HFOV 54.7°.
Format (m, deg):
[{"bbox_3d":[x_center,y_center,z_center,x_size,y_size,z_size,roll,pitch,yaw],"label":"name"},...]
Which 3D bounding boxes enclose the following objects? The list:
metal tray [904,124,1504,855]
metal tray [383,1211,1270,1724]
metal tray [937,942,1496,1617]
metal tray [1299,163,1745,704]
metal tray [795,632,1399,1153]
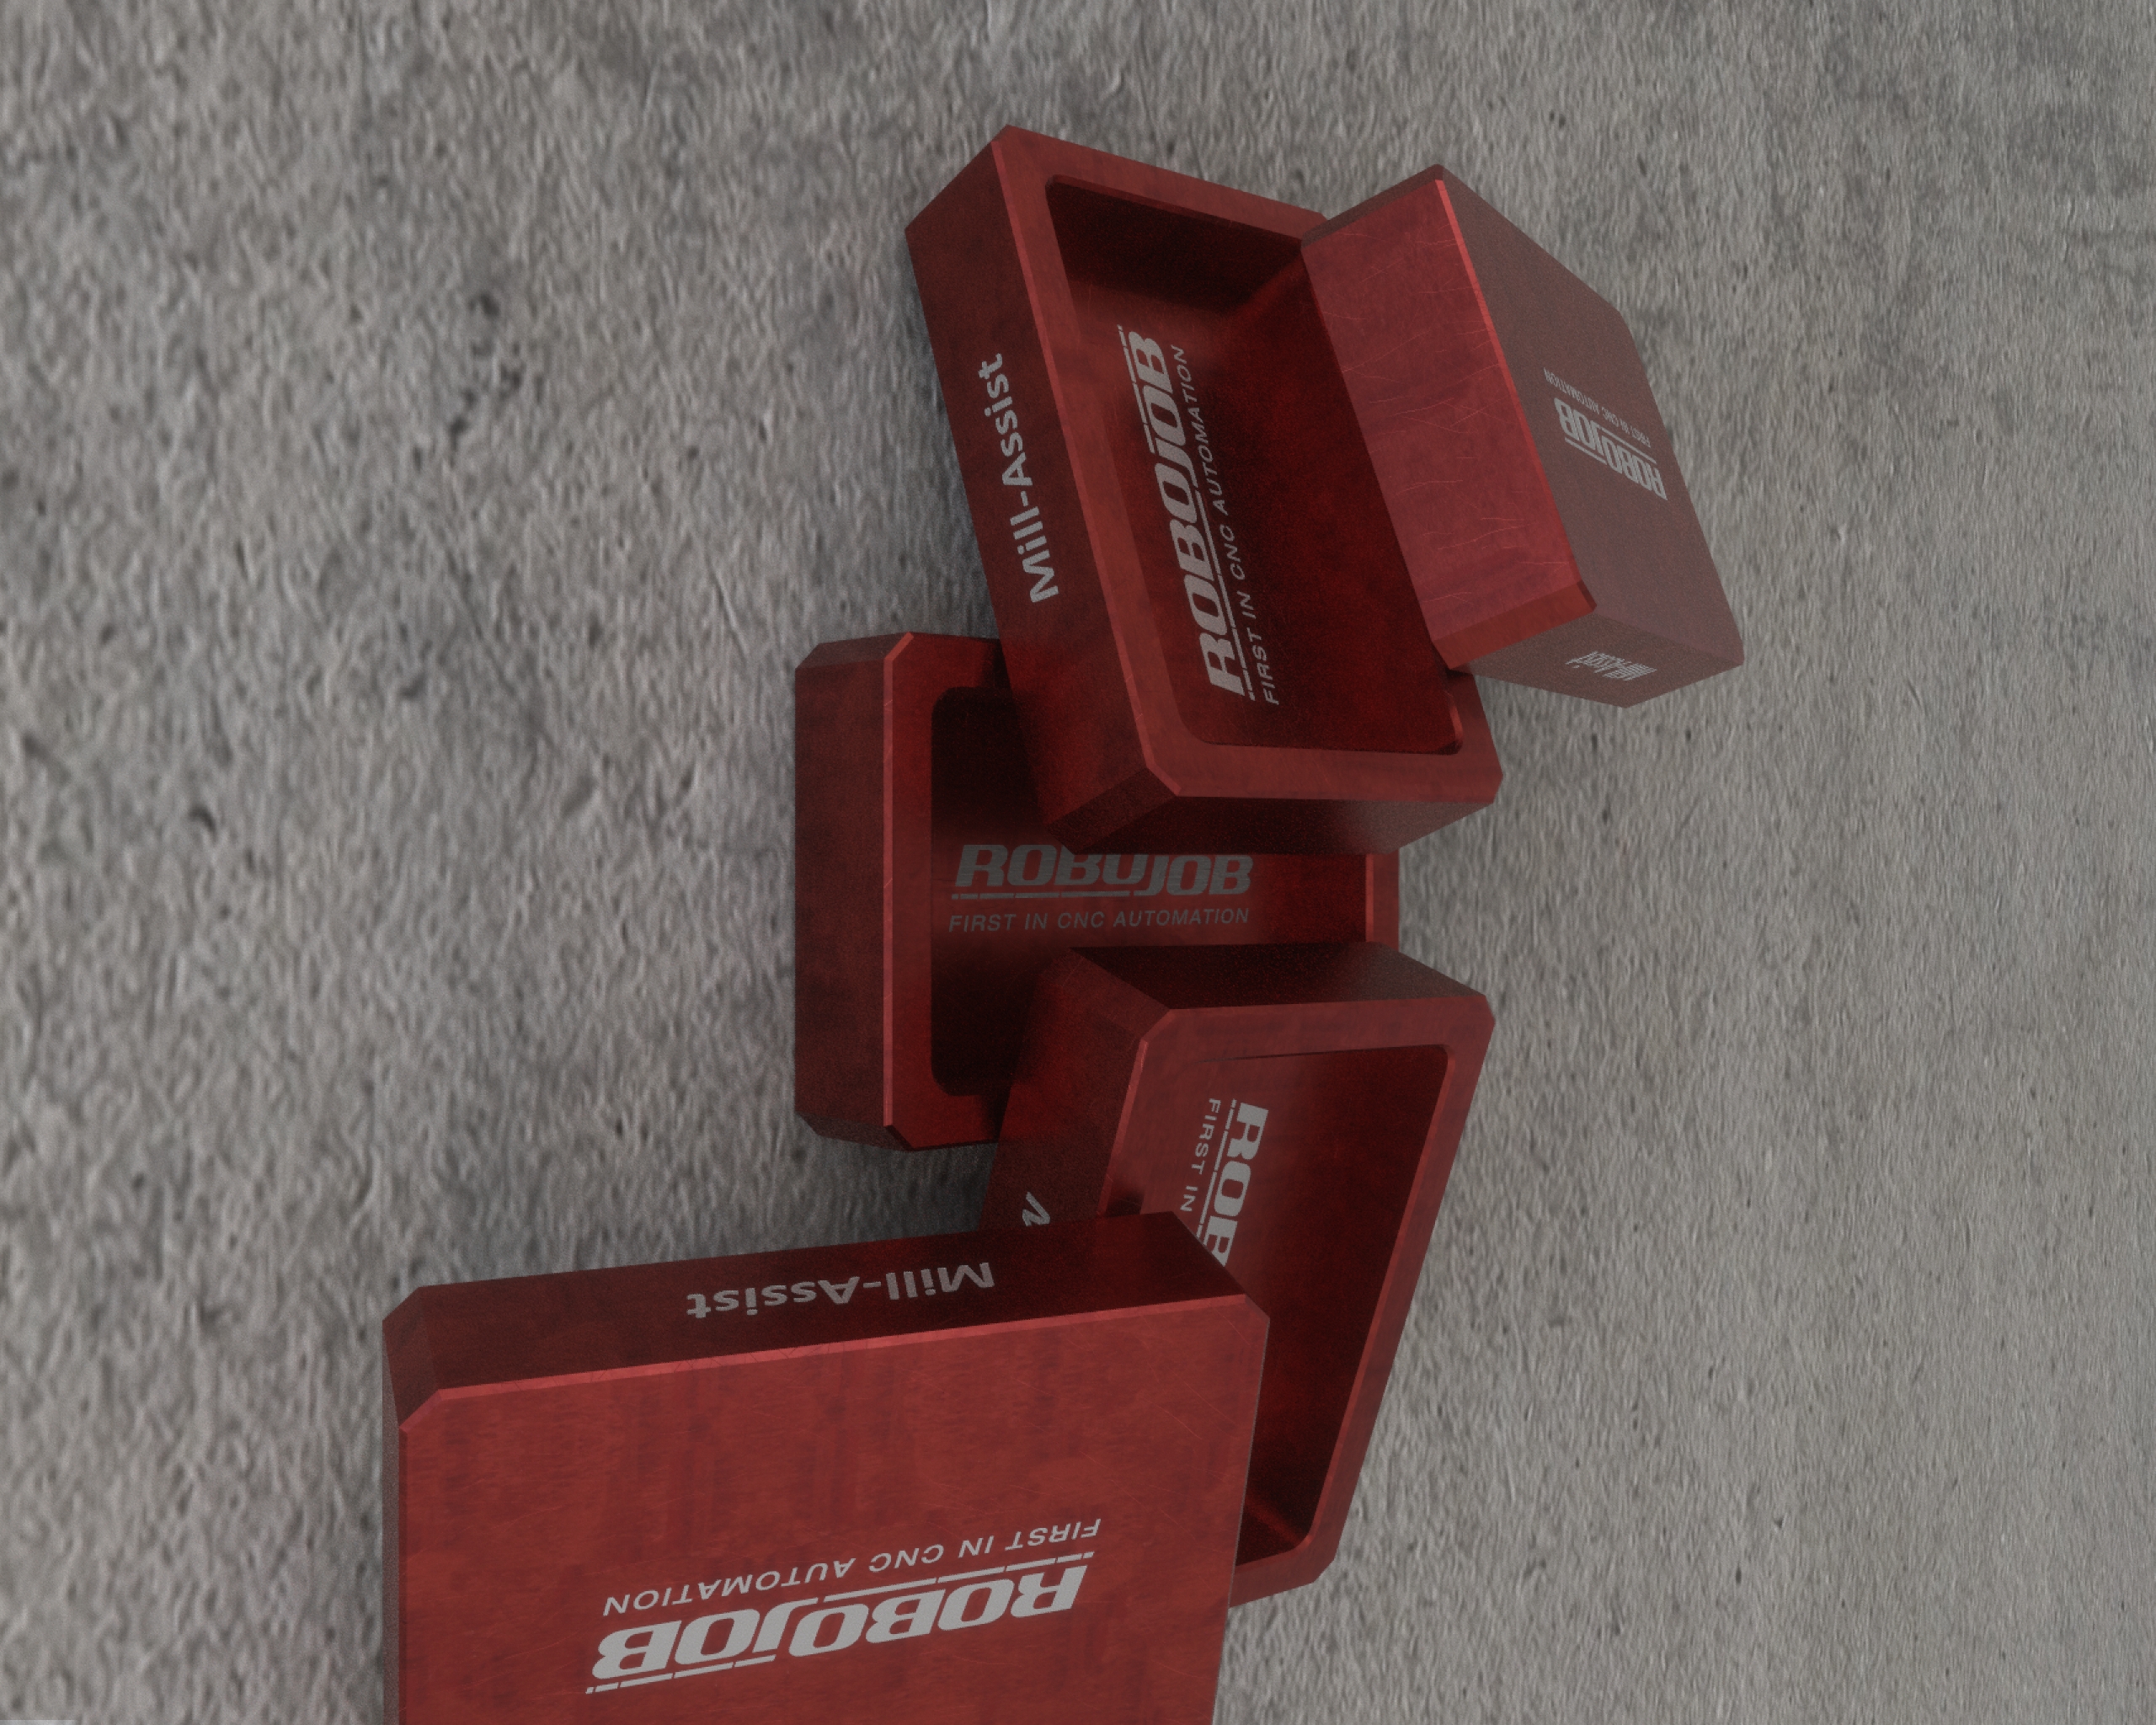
[{"bbox_3d":[0.024,-0.067,0.392,0.091,0.030,0.129,0,70,-40],"label":"metal tray"},{"bbox_3d":[-0.039,0.107,0.328,0.131,0.030,0.089,-2,109,-23],"label":"metal tray"},{"bbox_3d":[0.023,0.081,0.393,0.091,0.030,0.129,1,109,-40],"label":"metal tray"},{"bbox_3d":[0.097,-0.083,0.437,0.131,0.030,0.090,0,71,-60],"label":"metal tray"},{"bbox_3d":[0.008,0.005,0.407,0.131,0.030,0.089,0,90,-40],"label":"metal tray"}]
